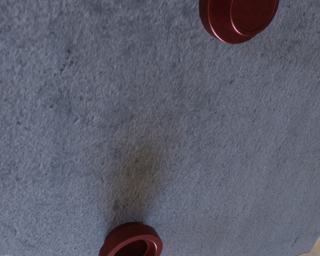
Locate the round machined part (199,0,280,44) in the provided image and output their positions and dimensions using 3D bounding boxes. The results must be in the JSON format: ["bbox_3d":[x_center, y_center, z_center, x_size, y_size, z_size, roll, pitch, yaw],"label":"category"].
[{"bbox_3d":[0.099,-0.146,0.361,0.099,0.042,0.097,-14,125,-21],"label":"round machined part"}]

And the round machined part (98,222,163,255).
[{"bbox_3d":[-0.049,0.188,0.487,0.099,0.042,0.097,-14,125,-21],"label":"round machined part"}]
